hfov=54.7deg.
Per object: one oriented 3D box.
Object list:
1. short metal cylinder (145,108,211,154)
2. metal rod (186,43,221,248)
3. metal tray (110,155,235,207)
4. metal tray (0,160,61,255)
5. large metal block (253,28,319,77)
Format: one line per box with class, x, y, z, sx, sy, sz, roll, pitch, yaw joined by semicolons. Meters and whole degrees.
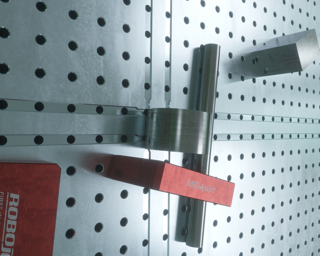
short metal cylinder;0.023;0.005;0.393;0.081;0.080;0.050;8;85;-40
metal rod;0.065;0.022;0.463;0.025;0.025;0.298;10;84;-40
metal tray;0.018;0.066;0.381;0.131;0.090;0.030;22;77;-38
metal tray;-0.146;0.095;0.284;0.091;0.030;0.129;8;85;-40
large metal block;0.233;-0.137;0.569;0.081;0.080;0.050;-36;112;-34
